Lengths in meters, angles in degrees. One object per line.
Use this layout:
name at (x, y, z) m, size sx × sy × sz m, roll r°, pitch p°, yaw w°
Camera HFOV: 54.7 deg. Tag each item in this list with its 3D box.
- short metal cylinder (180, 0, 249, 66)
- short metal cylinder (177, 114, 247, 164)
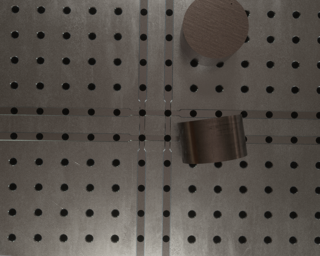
short metal cylinder at (0.068, -0.125, 0.402) m, size 0.081 × 0.050 × 0.079 m, roll 0°, pitch 90°, yaw -1°
short metal cylinder at (0.065, 0.013, 0.387) m, size 0.081 × 0.080 × 0.050 m, roll -8°, pitch 90°, yaw 0°
